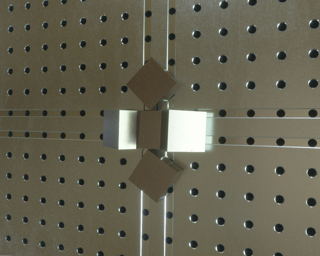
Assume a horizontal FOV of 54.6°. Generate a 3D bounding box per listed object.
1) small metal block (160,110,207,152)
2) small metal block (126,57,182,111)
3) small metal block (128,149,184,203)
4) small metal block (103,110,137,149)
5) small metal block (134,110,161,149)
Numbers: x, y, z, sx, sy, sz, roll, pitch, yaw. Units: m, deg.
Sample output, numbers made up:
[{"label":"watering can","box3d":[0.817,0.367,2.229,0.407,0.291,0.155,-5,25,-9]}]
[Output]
[{"label":"small metal block","box3d":[0.029,0.004,0.388,0.050,0.025,0.050,2,91,-21]},{"label":"small metal block","box3d":[-0.008,-0.058,0.416,0.050,0.025,0.050,-45,75,14]},{"label":"small metal block","box3d":[-0.006,0.062,0.414,0.050,0.025,0.050,36,102,18]},{"label":"small metal block","box3d":[-0.055,0.001,0.419,0.050,0.025,0.050,4,93,56]},{"label":"small metal block","box3d":[-0.007,0.002,0.415,0.050,0.025,0.050,2,90,20]}]
